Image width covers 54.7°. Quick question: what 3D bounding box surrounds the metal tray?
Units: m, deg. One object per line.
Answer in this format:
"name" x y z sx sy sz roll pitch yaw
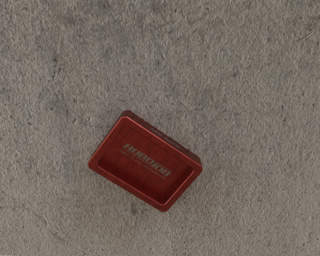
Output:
"metal tray" -0.019 0.047 0.426 0.130 0.030 0.090 34 106 -12
